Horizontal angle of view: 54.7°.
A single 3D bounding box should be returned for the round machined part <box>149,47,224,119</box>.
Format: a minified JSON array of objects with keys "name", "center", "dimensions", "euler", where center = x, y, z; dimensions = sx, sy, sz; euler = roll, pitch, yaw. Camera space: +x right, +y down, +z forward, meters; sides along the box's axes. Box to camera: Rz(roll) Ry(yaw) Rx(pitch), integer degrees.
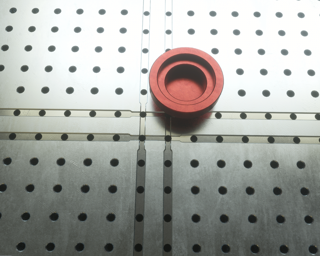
[{"name":"round machined part","center":[0.034,-0.058,0.424],"dimensions":[0.099,0.042,0.098],"euler":[0,70,-1]}]
